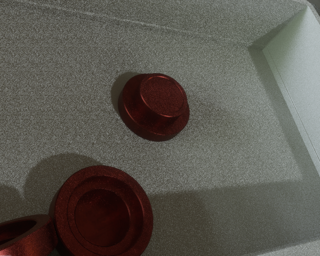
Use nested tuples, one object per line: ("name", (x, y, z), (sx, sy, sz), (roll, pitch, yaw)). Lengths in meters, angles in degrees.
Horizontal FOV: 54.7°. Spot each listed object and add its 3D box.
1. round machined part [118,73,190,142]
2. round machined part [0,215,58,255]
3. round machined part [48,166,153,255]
("round machined part", (-0.003, -0.034, 0.414), (0.099, 0.042, 0.098), (14, 56, -21))
("round machined part", (-0.126, 0.104, 0.232), (0.099, 0.098, 0.042), (-16, 92, -34))
("round machined part", (-0.059, 0.090, 0.303), (0.099, 0.042, 0.098), (20, 49, -25))
